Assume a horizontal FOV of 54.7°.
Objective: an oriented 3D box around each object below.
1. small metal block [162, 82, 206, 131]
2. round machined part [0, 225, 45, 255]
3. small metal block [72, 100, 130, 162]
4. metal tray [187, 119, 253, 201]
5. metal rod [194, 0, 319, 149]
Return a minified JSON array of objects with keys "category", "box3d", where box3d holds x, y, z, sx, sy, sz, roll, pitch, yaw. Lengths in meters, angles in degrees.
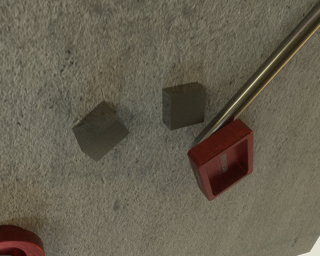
[{"category":"small metal block","box3d":[0.031,-0.029,0.408,0.050,0.025,0.050,-15,125,-21]},{"category":"round machined part","box3d":[-0.198,0.161,0.388,0.099,0.042,0.097,-14,125,-21]},{"category":"small metal block","box3d":[-0.069,0.003,0.356,0.050,0.050,0.025,-42,130,0]},{"category":"metal tray","box3d":[0.096,0.053,0.470,0.090,0.030,0.130,-33,144,-7]},{"category":"metal rod","box3d":[0.158,-0.085,0.442,0.299,0.025,0.025,-49,129,6]}]
